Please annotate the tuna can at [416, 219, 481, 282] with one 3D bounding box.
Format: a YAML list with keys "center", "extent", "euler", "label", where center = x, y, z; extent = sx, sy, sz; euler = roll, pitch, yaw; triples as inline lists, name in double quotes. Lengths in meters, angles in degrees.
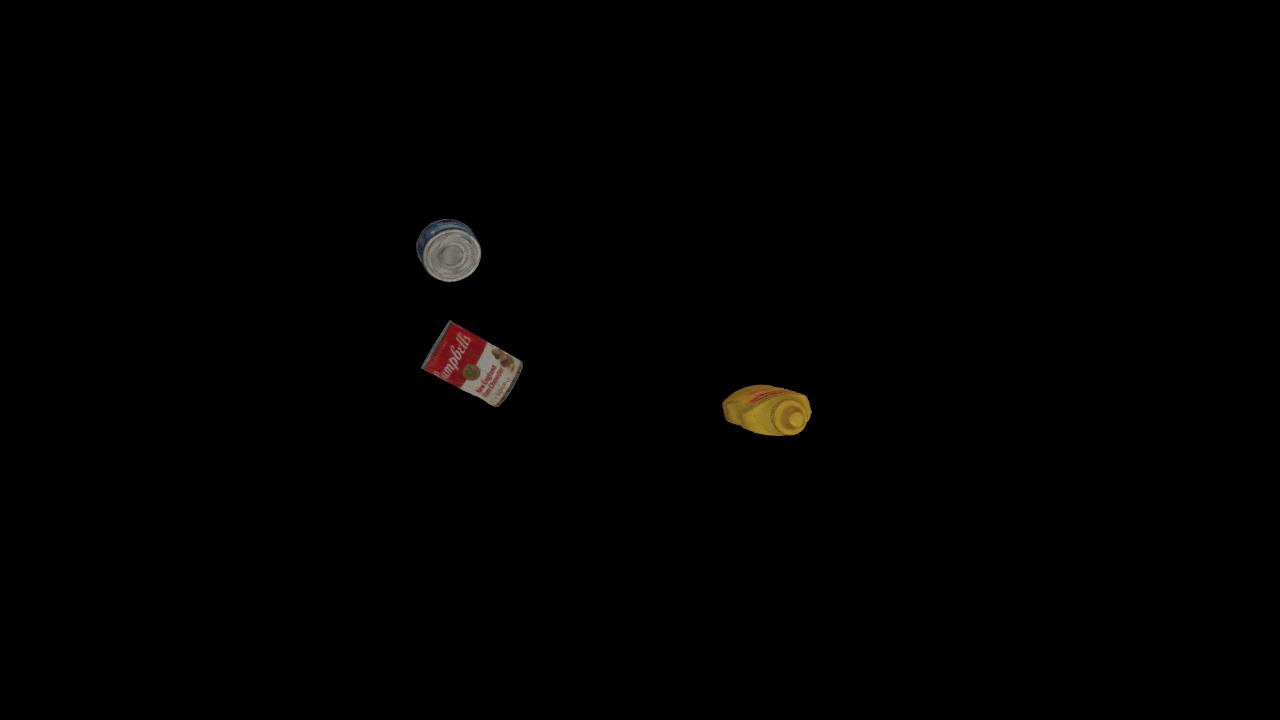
- center: [-0.267, -0.152, 0.863]
  extent: [0.084, 0.084, 0.034]
  euler: [0, 33, -34]
  label: "tuna can"

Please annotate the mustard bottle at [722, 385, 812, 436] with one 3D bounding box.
- center: [0.171, 0.066, 0.793]
  extent: [0.092, 0.054, 0.184]
  euler: [-8, 3, -6]
  label: "mustard bottle"

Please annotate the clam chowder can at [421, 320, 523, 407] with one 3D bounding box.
- center: [-0.203, 0.006, 0.749]
  extent: [0.102, 0.068, 0.068]
  euler: [31, -11, -19]
  label: "clam chowder can"
